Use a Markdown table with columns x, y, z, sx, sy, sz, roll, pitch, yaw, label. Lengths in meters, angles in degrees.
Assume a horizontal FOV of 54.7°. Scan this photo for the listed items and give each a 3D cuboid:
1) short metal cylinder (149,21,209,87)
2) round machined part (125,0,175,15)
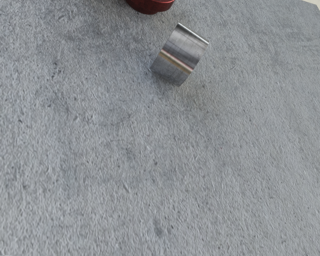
| x | y | z | sx | sy | sz | roll | pitch | yaw | label |
| --- | --- | --- | --- | --- | --- | --- | --- | --- | --- |
| 0.027 | -0.107 | 0.450 | 0.050 | 0.080 | 0.080 | 32 | 51 | -8 | short metal cylinder |
| -0.023 | -0.232 | 0.524 | 0.099 | 0.042 | 0.098 | 14 | 56 | -21 | round machined part |
